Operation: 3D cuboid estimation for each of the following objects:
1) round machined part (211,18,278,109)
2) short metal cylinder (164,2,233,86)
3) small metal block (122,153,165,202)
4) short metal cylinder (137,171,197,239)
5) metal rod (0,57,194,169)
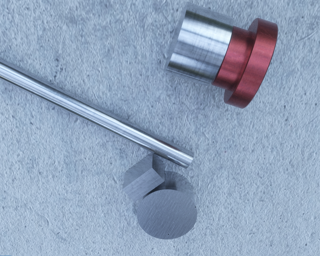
[{"bbox_3d":[0.088,-0.074,0.345,0.042,0.098,0.097,19,109,1],"label":"round machined part"},{"bbox_3d":[0.041,-0.093,0.347,0.050,0.080,0.079,17,109,-6],"label":"short metal cylinder"},{"bbox_3d":[-0.021,0.065,0.420,0.050,0.050,0.025,-37,106,12],"label":"small metal block"},{"bbox_3d":[0.009,0.108,0.436,0.081,0.050,0.079,0,110,0],"label":"short metal cylinder"},{"bbox_3d":[-0.093,-0.021,0.400,0.301,0.025,0.025,26,108,-10],"label":"metal rod"}]
